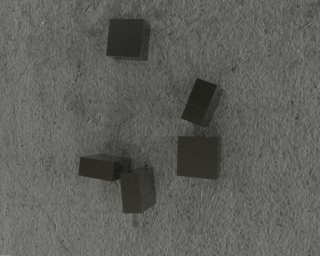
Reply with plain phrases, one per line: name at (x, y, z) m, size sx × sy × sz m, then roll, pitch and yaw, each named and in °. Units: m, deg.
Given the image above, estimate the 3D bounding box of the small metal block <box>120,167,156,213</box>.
small metal block at (-0.028, 0.080, 0.405) m, size 0.025 × 0.050 × 0.050 m, roll -5°, pitch 88°, yaw 20°

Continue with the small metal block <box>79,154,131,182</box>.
small metal block at (-0.074, 0.053, 0.422) m, size 0.050 × 0.050 × 0.025 m, roll 7°, pitch 93°, yaw 20°

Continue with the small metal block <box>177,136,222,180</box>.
small metal block at (0.050, 0.036, 0.391) m, size 0.050 × 0.025 × 0.050 m, roll 3°, pitch 91°, yaw 20°

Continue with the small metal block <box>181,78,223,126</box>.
small metal block at (0.053, -0.030, 0.377) m, size 0.025 × 0.050 × 0.050 m, roll 24°, pitch 98°, yaw 18°

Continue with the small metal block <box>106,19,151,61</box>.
small metal block at (-0.043, -0.120, 0.424) m, size 0.050 × 0.025 × 0.050 m, roll 7°, pitch 93°, yaw 19°
